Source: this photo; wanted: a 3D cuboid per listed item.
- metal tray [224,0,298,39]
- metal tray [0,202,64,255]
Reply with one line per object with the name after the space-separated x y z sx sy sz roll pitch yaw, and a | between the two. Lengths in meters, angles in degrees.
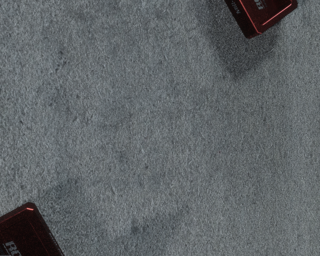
0.136 -0.211 0.455 0.090 0.030 0.130 -38 102 -16 | metal tray
-0.156 0.163 0.348 0.091 0.030 0.129 -28 100 -18 | metal tray
